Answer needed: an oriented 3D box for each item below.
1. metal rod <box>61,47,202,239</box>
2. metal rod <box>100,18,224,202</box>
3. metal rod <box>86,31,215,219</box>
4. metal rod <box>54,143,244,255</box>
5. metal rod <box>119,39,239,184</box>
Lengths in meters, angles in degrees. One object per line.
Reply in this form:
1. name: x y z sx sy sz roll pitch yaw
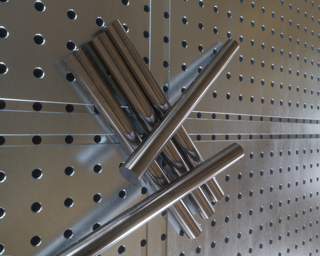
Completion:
1. metal rod: -0.022 0.036 0.392 0.025 0.025 0.299 -47 118 -30
2. metal rod: 0.015 -0.007 0.423 0.025 0.025 0.299 -48 119 -29
3. metal rod: 0.000 0.013 0.411 0.025 0.025 0.299 -47 118 -30
4. metal rod: -0.006 0.093 0.379 0.302 0.025 0.025 -27 108 -28
5. metal rod: 0.043 -0.042 0.421 0.301 0.025 0.025 -51 121 -37
